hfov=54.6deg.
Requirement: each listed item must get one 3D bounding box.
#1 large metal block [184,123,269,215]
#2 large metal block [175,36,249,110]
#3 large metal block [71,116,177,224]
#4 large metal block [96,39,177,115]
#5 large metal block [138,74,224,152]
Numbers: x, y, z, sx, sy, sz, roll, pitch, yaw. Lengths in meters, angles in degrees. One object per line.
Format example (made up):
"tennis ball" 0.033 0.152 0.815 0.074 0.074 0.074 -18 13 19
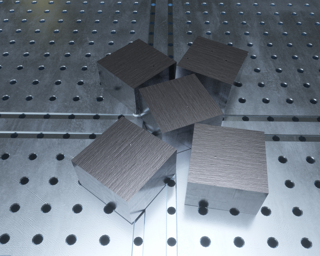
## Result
"large metal block" 0.074 0.045 0.354 0.080 0.050 0.080 7 50 5
"large metal block" 0.076 -0.084 0.461 0.080 0.050 0.080 22 54 14
"large metal block" -0.038 0.045 0.352 0.080 0.050 0.080 30 56 23
"large metal block" -0.033 -0.078 0.457 0.080 0.050 0.080 -37 59 -26
"large metal block" 0.025 -0.018 0.406 0.081 0.050 0.080 -18 52 -14
